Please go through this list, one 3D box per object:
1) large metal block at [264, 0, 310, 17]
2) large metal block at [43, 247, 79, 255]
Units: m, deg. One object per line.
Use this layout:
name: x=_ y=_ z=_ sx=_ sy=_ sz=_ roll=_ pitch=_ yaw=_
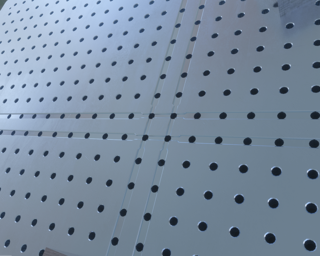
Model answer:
large metal block: x=0.181 y=-0.215 z=0.429 sx=0.080 sy=0.050 sz=0.080 roll=-28 pitch=52 yaw=10
large metal block: x=-0.094 y=0.183 z=0.331 sx=0.080 sy=0.050 sz=0.080 roll=5 pitch=64 yaw=30
